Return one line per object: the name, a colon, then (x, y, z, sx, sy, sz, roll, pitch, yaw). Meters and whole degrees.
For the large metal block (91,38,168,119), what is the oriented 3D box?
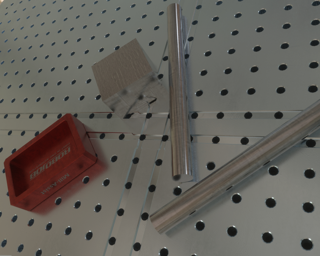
large metal block: (-0.047, -0.073, 0.460, 0.080, 0.050, 0.080, -31, 52, 8)

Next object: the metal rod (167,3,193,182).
metal rod: (0.025, -0.069, 0.436, 0.025, 0.025, 0.299, -14, 56, 20)

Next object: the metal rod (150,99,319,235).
metal rod: (0.118, 0.021, 0.332, 0.300, 0.025, 0.025, -35, 52, 4)

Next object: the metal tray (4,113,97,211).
metal tray: (-0.165, 0.049, 0.459, 0.130, 0.030, 0.090, -36, 51, 3)
